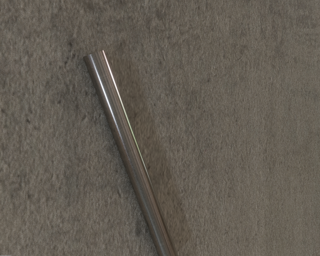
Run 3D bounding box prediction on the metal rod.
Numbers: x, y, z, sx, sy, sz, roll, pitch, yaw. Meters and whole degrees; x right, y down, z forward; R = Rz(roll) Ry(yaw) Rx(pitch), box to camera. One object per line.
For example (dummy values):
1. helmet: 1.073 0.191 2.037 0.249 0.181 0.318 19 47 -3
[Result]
1. metal rod: -0.028 0.054 0.383 0.025 0.025 0.298 -30 109 -36
